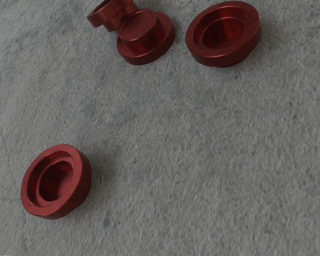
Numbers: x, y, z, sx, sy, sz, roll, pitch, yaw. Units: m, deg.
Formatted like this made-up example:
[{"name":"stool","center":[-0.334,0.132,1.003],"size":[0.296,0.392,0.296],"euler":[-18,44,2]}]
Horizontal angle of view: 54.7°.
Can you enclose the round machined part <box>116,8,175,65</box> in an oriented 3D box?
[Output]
[{"name":"round machined part","center":[-0.028,-0.153,0.500],"size":[0.098,0.042,0.098],"euler":[-13,56,20]}]

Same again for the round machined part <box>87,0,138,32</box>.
[{"name":"round machined part","center":[-0.077,-0.206,0.543],"size":[0.098,0.042,0.098],"euler":[-29,30,19]}]

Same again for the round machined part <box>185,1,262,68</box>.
[{"name":"round machined part","center":[0.088,-0.121,0.421],"size":[0.098,0.042,0.098],"euler":[-13,56,20]}]

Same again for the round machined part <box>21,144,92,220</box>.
[{"name":"round machined part","center":[-0.132,0.074,0.415],"size":[0.098,0.042,0.098],"euler":[-13,56,20]}]
